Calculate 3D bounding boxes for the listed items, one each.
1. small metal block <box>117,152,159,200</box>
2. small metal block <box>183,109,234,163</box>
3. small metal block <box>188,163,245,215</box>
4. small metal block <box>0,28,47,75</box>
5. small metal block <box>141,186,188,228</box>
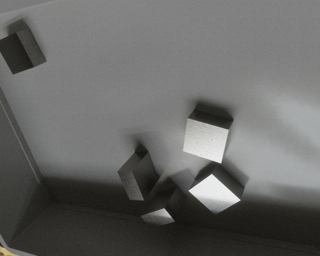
[{"bbox_3d":[-0.030,0.069,0.451,0.025,0.050,0.050,-5,116,31],"label":"small metal block"},{"bbox_3d":[0.059,0.010,0.384,0.050,0.025,0.050,17,125,18],"label":"small metal block"},{"bbox_3d":[0.076,0.083,0.420,0.050,0.025,0.050,43,129,-2],"label":"small metal block"},{"bbox_3d":[-0.200,-0.110,0.447,0.050,0.025,0.050,-8,115,32],"label":"small metal block"},{"bbox_3d":[0.007,0.118,0.462,0.050,0.050,0.025,-29,102,37],"label":"small metal block"}]
